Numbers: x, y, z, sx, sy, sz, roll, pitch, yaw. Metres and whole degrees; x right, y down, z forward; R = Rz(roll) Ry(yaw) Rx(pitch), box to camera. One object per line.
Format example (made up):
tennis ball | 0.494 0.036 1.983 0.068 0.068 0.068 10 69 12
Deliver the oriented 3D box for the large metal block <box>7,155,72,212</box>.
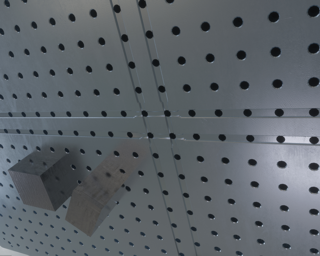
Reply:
large metal block | -0.220 0.101 0.575 0.080 0.050 0.080 4 120 26

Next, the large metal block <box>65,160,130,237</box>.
large metal block | -0.101 0.112 0.499 0.050 0.080 0.080 32 129 8
